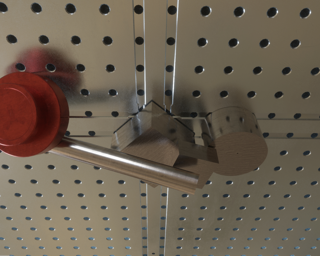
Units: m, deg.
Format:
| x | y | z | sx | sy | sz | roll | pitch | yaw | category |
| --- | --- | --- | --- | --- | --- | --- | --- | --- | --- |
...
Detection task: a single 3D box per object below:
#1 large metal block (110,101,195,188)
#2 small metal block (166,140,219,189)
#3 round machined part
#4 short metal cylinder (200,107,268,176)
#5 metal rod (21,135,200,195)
| x | y | z | sx | sy | sz | roll | pitch | yaw | category |
| --- | --- | --- | --- | --- | --- | --- | --- | --- | --- |
| -0.009 | 0.025 | 0.413 | 0.080 | 0.050 | 0.080 | 36 | 121 | -27 | large metal block |
| 0.038 | 0.046 | 0.383 | 0.050 | 0.025 | 0.050 | 14 | 129 | -13 | small metal block |
| -0.158 | -0.015 | 0.350 | 0.098 | 0.042 | 0.097 | 0 | 92 | 10 | round machined part |
| 0.096 | 0.019 | 0.412 | 0.081 | 0.050 | 0.079 | 0 | 130 | 0 | short metal cylinder |
| -0.102 | 0.026 | 0.375 | 0.301 | 0.025 | 0.025 | 15 | 131 | 9 | metal rod |
